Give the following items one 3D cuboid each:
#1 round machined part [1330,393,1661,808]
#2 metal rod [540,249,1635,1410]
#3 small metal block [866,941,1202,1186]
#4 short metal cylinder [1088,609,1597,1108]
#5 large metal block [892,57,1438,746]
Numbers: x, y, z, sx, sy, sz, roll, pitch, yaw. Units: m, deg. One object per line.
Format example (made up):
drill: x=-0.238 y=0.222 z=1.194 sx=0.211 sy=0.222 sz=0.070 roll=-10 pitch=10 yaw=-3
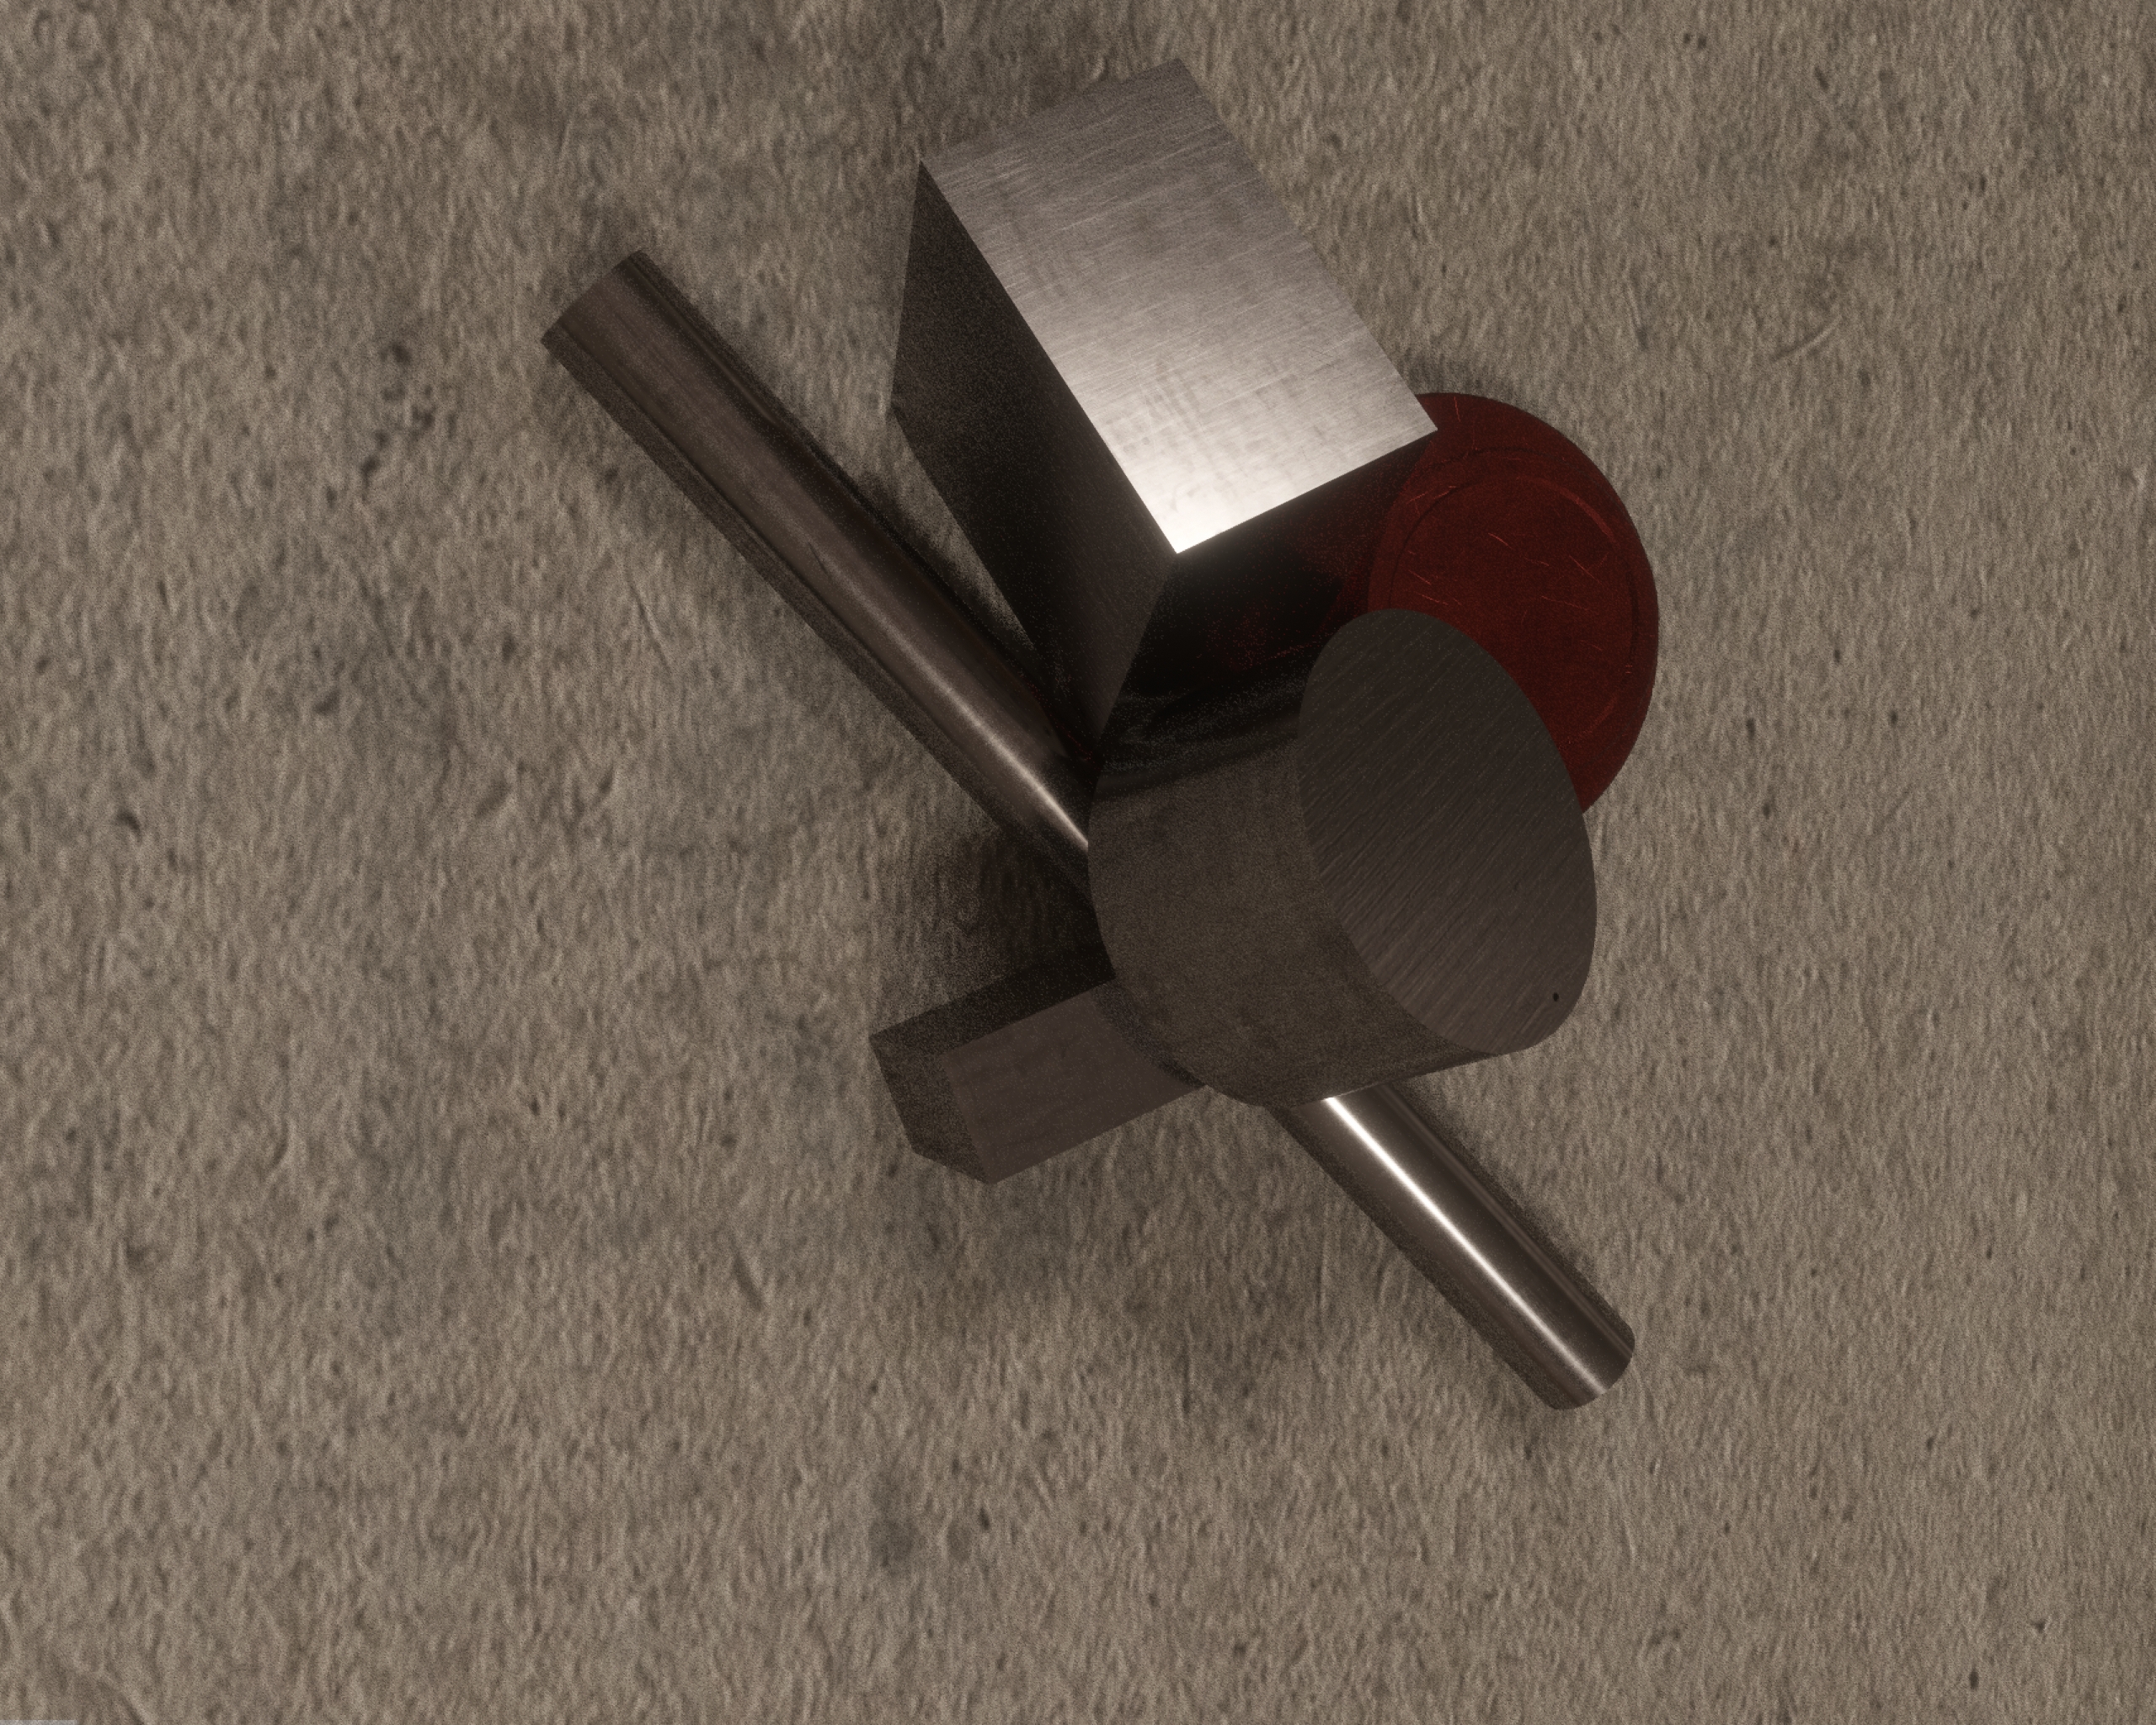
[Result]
round machined part: x=0.080 y=-0.049 z=0.431 sx=0.099 sy=0.042 sz=0.097 roll=0 pitch=90 yaw=-21
metal rod: x=0.011 y=0.003 z=0.416 sx=0.025 sy=0.025 sz=0.300 roll=-47 pitch=105 yaw=-14
small metal block: x=-0.007 y=0.036 z=0.396 sx=0.050 sy=0.050 sz=0.025 roll=-23 pitch=97 yaw=-19
short metal cylinder: x=0.049 y=0.000 z=0.376 sx=0.080 sy=0.050 sz=0.080 roll=18 pitch=62 yaw=-38
large metal block: x=0.010 y=-0.079 z=0.374 sx=0.050 sy=0.080 sz=0.080 roll=-28 pitch=78 yaw=-17
